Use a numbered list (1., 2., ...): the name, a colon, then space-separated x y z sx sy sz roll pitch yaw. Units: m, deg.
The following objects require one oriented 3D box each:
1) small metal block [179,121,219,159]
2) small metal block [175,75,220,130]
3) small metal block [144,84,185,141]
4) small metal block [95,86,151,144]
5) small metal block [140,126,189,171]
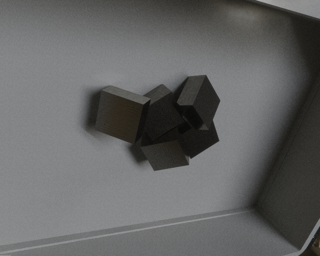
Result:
1. small metal block: 0.052 0.008 0.442 0.050 0.025 0.050 -31 129 -8
2. small metal block: 0.051 -0.032 0.401 0.050 0.025 0.050 51 53 -40
3. small metal block: -0.003 -0.019 0.394 0.050 0.025 0.050 -33 129 -7
4. small metal block: -0.043 -0.016 0.357 0.050 0.025 0.050 20 114 10
5. small metal block: 0.008 0.029 0.415 0.050 0.025 0.050 -12 130 17
